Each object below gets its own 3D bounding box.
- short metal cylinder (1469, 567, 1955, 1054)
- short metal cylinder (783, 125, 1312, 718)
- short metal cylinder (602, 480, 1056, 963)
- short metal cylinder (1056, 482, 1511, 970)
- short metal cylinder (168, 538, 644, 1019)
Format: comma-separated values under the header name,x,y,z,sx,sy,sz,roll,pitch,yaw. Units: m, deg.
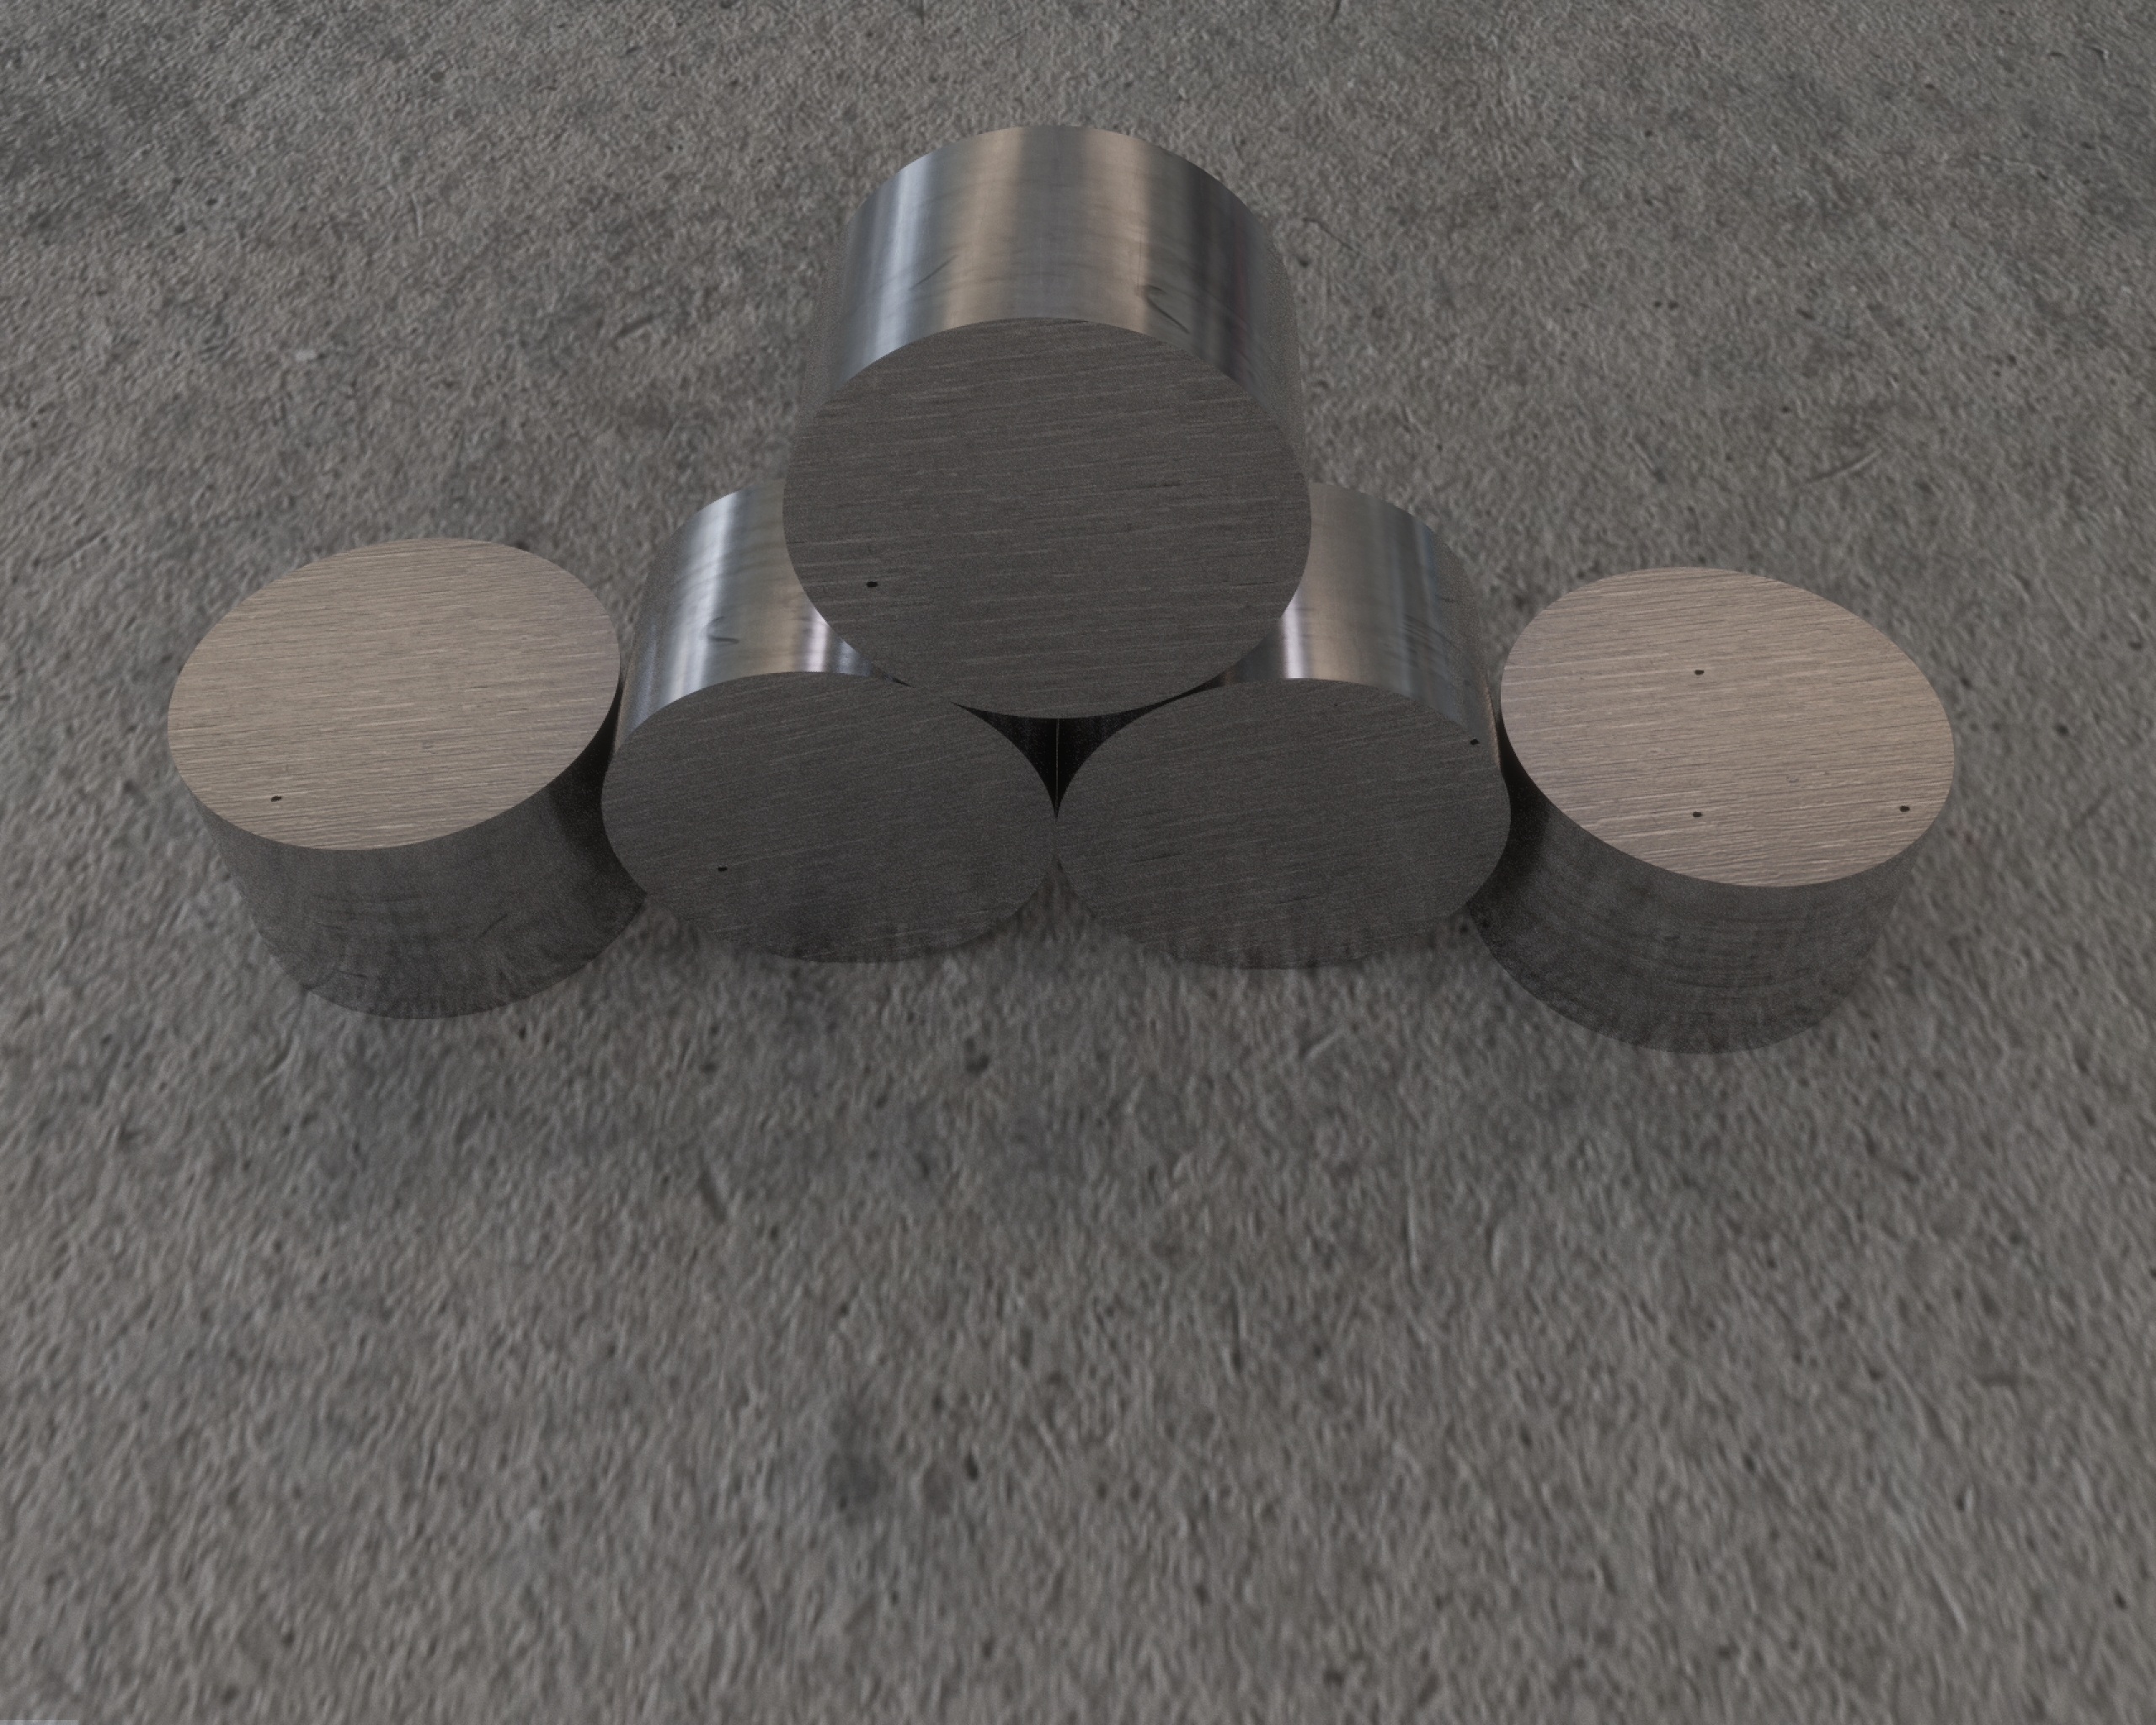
name,x,y,z,sx,sy,sz,roll,pitch,yaw
short metal cylinder,0.117,-0.011,0.397,0.080,0.050,0.080,0,50,0
short metal cylinder,-0.004,-0.069,0.335,0.080,0.080,0.050,1,50,1
short metal cylinder,-0.044,-0.025,0.388,0.080,0.080,0.050,0,50,0
short metal cylinder,0.037,-0.024,0.388,0.080,0.080,0.050,0,50,0
short metal cylinder,-0.124,-0.017,0.400,0.080,0.050,0.080,0,50,0
